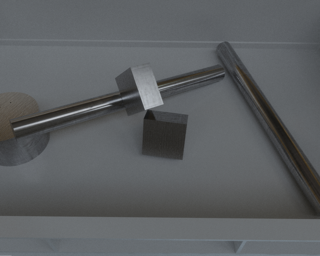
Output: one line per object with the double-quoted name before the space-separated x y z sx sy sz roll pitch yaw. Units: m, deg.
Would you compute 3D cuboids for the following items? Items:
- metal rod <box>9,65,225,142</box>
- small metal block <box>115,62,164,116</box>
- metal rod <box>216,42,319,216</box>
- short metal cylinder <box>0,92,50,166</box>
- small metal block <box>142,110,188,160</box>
"metal rod" -0.034 -0.042 0.407 0.302 0.025 0.025 -20 52 -29
"small metal block" -0.026 -0.044 0.368 0.025 0.050 0.050 -20 94 -28
"metal rod" 0.144 -0.023 0.426 0.025 0.025 0.300 -11 51 -10
"short metal cylinder" -0.185 0.001 0.386 0.081 0.050 0.080 0 50 0
"small metal block" 0.006 0.008 0.378 0.050 0.050 0.025 7 29 5
